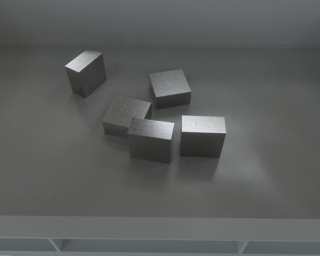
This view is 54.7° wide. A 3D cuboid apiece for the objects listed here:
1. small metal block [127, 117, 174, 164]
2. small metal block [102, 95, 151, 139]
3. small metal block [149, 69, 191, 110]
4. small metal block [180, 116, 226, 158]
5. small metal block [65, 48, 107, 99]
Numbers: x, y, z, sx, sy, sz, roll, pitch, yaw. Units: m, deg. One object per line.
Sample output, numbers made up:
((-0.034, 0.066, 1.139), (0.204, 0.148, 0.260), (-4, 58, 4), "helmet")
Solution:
((-0.010, 0.016, 0.375), (0.050, 0.050, 0.025), (8, 51, 6), "small metal block")
((-0.043, -0.013, 0.416), (0.050, 0.025, 0.050), (13, 51, 11), "small metal block")
((0.014, -0.057, 0.453), (0.050, 0.025, 0.050), (-10, 51, -8), "small metal block")
((0.051, 0.011, 0.379), (0.050, 0.050, 0.025), (2, 50, 1), "small metal block")
((-0.107, -0.081, 0.456), (0.025, 0.050, 0.050), (26, 55, 20), "small metal block")
